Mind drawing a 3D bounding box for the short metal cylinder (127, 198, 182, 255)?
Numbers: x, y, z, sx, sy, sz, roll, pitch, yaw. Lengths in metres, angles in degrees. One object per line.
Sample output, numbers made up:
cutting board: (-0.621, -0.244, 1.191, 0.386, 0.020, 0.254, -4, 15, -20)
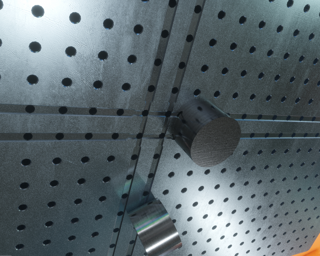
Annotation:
short metal cylinder: (-0.009, 0.153, 0.468, 0.050, 0.080, 0.080, -26, 128, -13)

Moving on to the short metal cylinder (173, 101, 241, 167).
short metal cylinder: (0.066, 0.008, 0.438, 0.081, 0.050, 0.079, -14, 125, -21)
